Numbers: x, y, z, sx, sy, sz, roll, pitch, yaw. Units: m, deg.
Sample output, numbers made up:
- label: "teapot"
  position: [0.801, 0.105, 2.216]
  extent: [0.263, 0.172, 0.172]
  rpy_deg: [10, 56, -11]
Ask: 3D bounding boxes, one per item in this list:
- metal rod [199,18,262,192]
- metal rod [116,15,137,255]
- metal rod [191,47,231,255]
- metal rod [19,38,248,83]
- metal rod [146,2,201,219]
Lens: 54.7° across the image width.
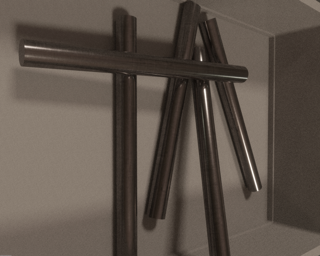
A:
- label: "metal rod"
  position: [0.120, -0.028, 0.510]
  extent: [0.025, 0.025, 0.298]
  rpy_deg: [-32, 110, -36]
- label: "metal rod"
  position: [-0.040, 0.017, 0.374]
  extent: [0.025, 0.025, 0.298]
  rpy_deg: [0, 90, -40]
- label: "metal rod"
  position: [0.064, 0.029, 0.412]
  extent: [0.025, 0.025, 0.299]
  rpy_deg: [11, 67, -40]
- label: "metal rod"
  position: [-0.003, -0.074, 0.369]
  extent: [0.303, 0.025, 0.025]
  rpy_deg: [-2, 92, -36]
- label: "metal rod"
  position: [0.020, -0.029, 0.425]
  extent: [0.025, 0.025, 0.299]
  rpy_deg: [17, 79, -39]
